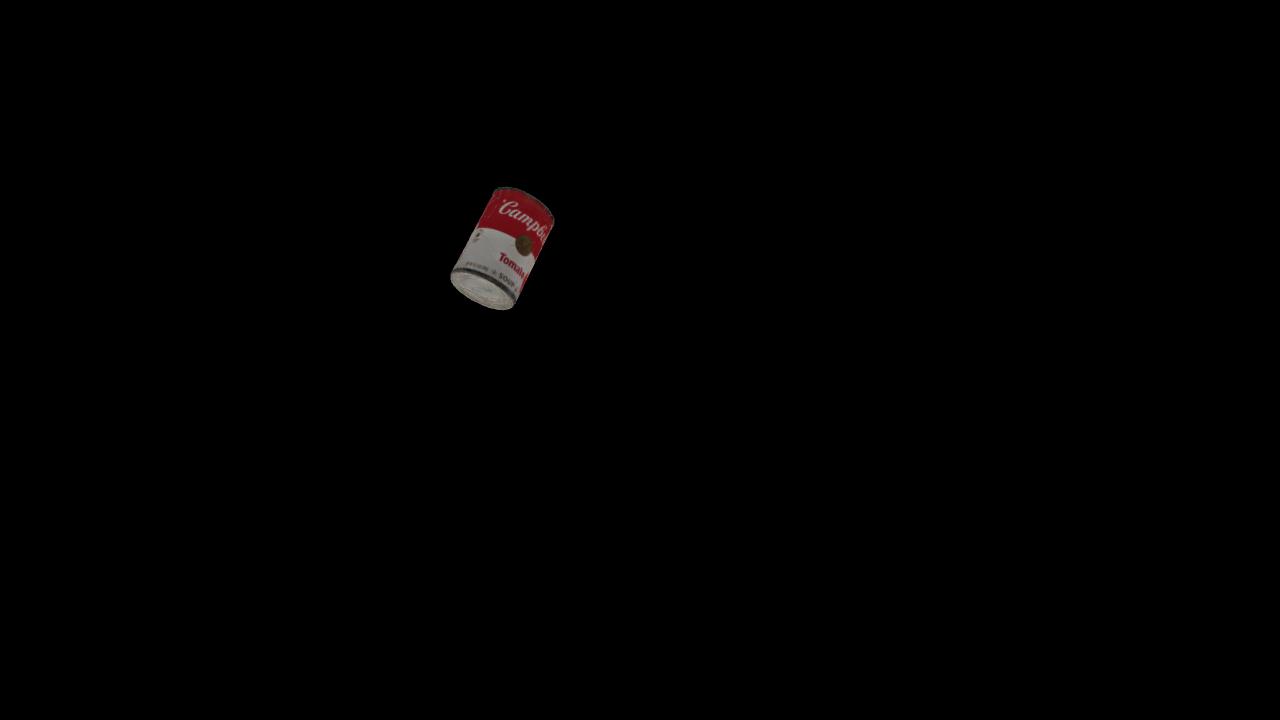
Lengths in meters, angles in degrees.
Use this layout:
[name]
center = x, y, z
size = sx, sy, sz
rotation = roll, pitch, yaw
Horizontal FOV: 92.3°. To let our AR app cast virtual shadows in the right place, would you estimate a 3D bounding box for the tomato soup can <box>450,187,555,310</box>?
[tomato soup can]
center = -0.135, -0.108, 0.602
size = 0.068, 0.101, 0.068
rotation = 19, -21, 7
